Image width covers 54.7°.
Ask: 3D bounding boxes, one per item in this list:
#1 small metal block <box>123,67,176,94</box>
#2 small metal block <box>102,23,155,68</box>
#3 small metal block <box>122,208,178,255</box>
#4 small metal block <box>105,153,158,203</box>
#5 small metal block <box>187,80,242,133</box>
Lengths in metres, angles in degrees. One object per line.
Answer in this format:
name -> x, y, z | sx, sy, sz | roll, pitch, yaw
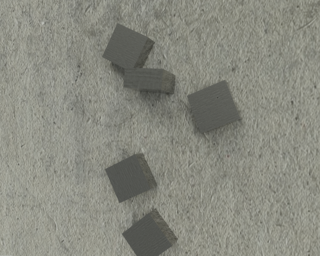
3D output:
small metal block -> -0.012, -0.061, 0.400 | 0.050, 0.050, 0.025 | 6, 92, 20
small metal block -> -0.043, -0.108, 0.424 | 0.050, 0.025, 0.050 | 30, 100, 17
small metal block -> -0.014, 0.145, 0.414 | 0.050, 0.025, 0.050 | -41, 77, 15
small metal block -> -0.039, 0.067, 0.423 | 0.050, 0.025, 0.050 | -28, 81, 18
small metal block -> 0.068, -0.026, 0.385 | 0.050, 0.025, 0.050 | -22, 83, 18
